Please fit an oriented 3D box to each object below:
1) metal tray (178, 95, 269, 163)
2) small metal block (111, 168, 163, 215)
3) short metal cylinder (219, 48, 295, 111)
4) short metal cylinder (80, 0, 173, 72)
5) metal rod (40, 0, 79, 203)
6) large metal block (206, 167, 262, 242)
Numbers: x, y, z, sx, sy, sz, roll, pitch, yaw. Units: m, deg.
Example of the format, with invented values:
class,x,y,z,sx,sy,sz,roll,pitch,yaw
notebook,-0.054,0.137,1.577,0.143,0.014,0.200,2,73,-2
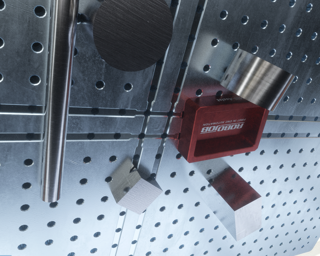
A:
class,x,y,z,sx,sy,sz,roll,pitch,yaw
metal tray,0.096,-0.002,0.458,0.131,0.030,0.089,-7,122,-25
small metal block,-0.033,0.093,0.451,0.050,0.025,0.050,-47,129,4
short metal cylinder,0.126,-0.063,0.405,0.081,0.080,0.050,15,111,-34
short metal cylinder,-0.034,-0.103,0.312,0.081,0.050,0.079,-14,124,-21
metal rod,-0.106,-0.046,0.324,0.025,0.025,0.298,-1,119,-28
large metal block,0.124,0.127,0.522,0.050,0.080,0.080,-24,127,-14
